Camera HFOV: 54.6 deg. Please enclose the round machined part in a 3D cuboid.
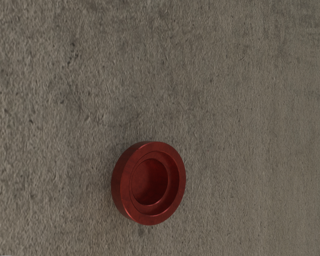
[{"bbox_3d":[-0.018,0.064,0.378,0.099,0.042,0.097,0,90,-40],"label":"round machined part"}]
